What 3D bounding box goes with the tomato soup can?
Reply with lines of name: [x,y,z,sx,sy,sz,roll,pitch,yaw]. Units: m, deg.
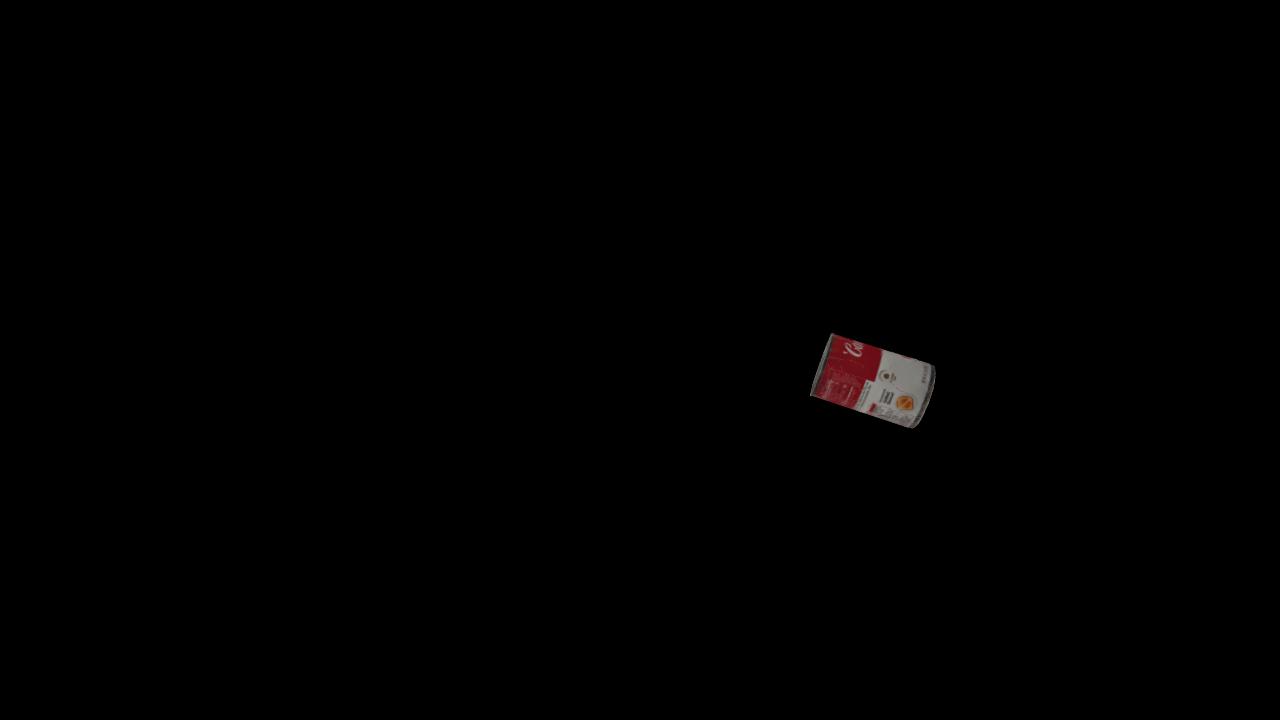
tomato soup can: [0.227,0.020,0.604,0.101,0.068,0.068,19,5,13]
